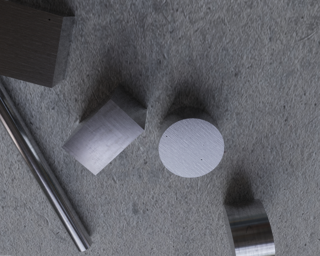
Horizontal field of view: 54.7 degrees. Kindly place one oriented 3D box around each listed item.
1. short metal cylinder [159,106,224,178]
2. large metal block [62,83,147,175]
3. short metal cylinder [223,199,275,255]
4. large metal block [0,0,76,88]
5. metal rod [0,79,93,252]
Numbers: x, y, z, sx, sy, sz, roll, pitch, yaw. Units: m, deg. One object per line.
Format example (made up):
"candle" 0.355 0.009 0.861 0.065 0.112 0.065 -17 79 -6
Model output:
"short metal cylinder" 0.039 0.017 0.403 0.081 0.050 0.079 0 110 0
"large metal block" -0.063 -0.002 0.379 0.080 0.080 0.050 -42 105 14
"short metal cylinder" 0.122 0.144 0.435 0.050 0.080 0.079 -11 110 4
"large metal block" -0.151 -0.100 0.358 0.080 0.050 0.079 15 109 -6
"metal rod" -0.169 0.050 0.426 0.025 0.025 0.299 -20 109 7
